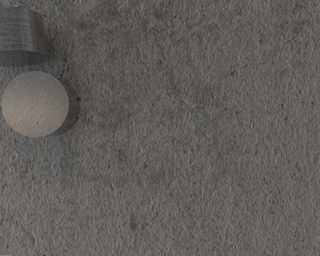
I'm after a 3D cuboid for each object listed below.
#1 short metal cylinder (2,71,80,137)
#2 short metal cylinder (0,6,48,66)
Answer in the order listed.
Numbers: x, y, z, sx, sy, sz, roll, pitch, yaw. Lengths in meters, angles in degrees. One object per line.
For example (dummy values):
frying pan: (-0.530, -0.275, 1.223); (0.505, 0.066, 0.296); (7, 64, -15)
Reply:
short metal cylinder: (-0.149, -0.029, 0.396); (0.081, 0.050, 0.080); (0, 90, 0)
short metal cylinder: (-0.183, -0.109, 0.381); (0.080, 0.080, 0.050); (-7, 90, 0)
